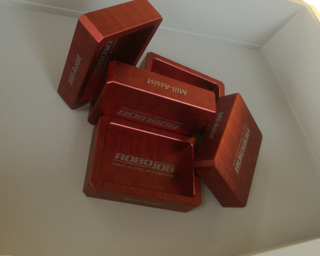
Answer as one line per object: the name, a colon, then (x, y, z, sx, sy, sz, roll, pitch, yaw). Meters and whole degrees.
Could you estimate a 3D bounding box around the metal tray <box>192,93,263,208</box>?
metal tray: (0.095, 0.027, 0.411, 0.090, 0.030, 0.130, 53, 46, -28)

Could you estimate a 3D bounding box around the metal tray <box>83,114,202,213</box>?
metal tray: (-0.016, 0.043, 0.365, 0.131, 0.030, 0.090, 15, 56, -20)

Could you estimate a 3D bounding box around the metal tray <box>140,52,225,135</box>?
metal tray: (0.031, -0.047, 0.447, 0.131, 0.030, 0.090, 19, 54, -17)

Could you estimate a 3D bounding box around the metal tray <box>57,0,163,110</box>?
metal tray: (-0.060, -0.080, 0.353, 0.091, 0.129, 0.030, -34, 82, -38)

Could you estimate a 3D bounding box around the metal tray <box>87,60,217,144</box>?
metal tray: (-0.011, -0.024, 0.370, 0.131, 0.090, 0.030, 15, 56, -21)
